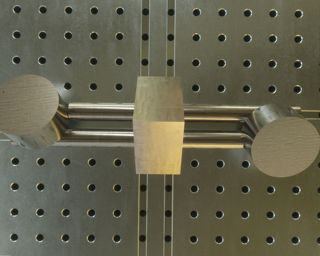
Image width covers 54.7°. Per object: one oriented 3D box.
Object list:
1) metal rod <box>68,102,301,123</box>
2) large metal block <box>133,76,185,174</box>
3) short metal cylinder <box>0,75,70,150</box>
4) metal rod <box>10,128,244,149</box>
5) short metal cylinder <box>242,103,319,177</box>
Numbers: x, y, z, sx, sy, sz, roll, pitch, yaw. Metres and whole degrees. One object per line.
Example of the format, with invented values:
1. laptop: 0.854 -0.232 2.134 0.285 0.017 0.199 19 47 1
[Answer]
1. metal rod: 0.032 -0.020 0.413 0.302 0.025 0.025 1 90 0
2. large metal block: -0.001 -0.004 0.356 0.050 0.080 0.079 1 132 0
3. short metal cylinder: -0.159 -0.019 0.385 0.081 0.050 0.080 0 67 -1
4. metal rod: -0.042 0.014 0.412 0.302 0.025 0.025 1 90 0
5. short metal cylinder: 0.148 0.014 0.389 0.081 0.050 0.079 0 112 0
